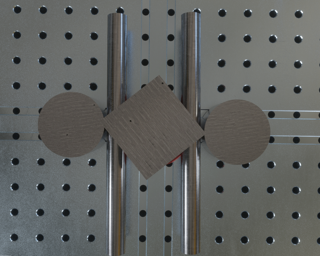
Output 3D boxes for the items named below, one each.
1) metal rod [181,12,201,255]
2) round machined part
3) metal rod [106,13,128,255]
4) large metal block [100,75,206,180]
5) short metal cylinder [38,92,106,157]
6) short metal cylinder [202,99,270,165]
[{"bbox_3d":[0.039,0.007,0.392,0.025,0.025,0.298,0,90,0],"label":"metal rod"},{"bbox_3d":[-0.008,0.003,0.405,0.099,0.042,0.097,0,90,0],"label":"round machined part"},{"bbox_3d":[-0.055,0.008,0.392,0.025,0.025,0.298,0,90,0],"label":"metal rod"},{"bbox_3d":[-0.008,-0.001,0.353,0.080,0.050,0.080,-38,90,0],"label":"large metal block"},{"bbox_3d":[-0.108,-0.004,0.400,0.081,0.050,0.080,0,90,0],"label":"short metal cylinder"},{"bbox_3d":[0.094,0.005,0.401,0.081,0.050,0.080,0,90,0],"label":"short metal cylinder"}]
